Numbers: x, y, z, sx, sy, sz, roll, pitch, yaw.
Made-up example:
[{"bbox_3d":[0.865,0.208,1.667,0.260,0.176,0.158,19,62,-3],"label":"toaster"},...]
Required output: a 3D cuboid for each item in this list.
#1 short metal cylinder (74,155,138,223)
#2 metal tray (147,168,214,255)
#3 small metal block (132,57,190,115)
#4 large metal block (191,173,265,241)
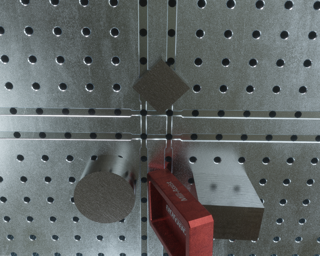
[{"bbox_3d":[-0.073,0.084,0.430,0.081,0.050,0.079,0,110,0],"label":"short metal cylinder"},{"bbox_3d":[0.021,0.120,0.401,0.030,0.130,0.089,-10,112,-21],"label":"metal tray"},{"bbox_3d":[0.002,-0.054,0.393,0.050,0.025,0.050,-42,105,14],"label":"small metal block"},{"bbox_3d":[0.086,0.105,0.423,0.081,0.080,0.050,4,110,-2],"label":"large metal block"}]
